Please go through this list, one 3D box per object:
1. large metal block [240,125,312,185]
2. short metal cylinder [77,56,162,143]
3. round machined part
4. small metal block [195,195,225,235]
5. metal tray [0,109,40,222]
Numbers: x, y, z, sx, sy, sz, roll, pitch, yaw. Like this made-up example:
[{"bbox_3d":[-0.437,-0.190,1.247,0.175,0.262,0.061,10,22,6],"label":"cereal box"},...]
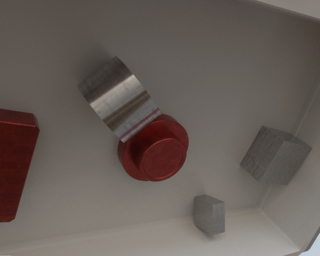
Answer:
[{"bbox_3d":[0.199,0.049,0.535,0.081,0.050,0.079,12,112,-34],"label":"large metal block"},{"bbox_3d":[-0.043,-0.030,0.333,0.050,0.080,0.080,-39,130,-3],"label":"short metal cylinder"},{"bbox_3d":[-0.004,0.033,0.418,0.099,0.042,0.097,-14,125,-21],"label":"round machined part"},{"bbox_3d":[0.083,0.144,0.519,0.025,0.050,0.050,-2,94,-28],"label":"small metal block"},{"bbox_3d":[-0.190,0.041,0.327,0.091,0.030,0.129,10,113,-33],"label":"metal tray"}]
